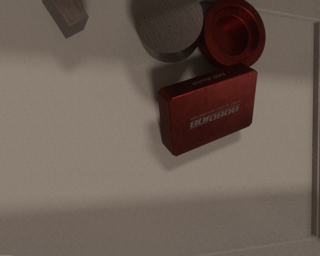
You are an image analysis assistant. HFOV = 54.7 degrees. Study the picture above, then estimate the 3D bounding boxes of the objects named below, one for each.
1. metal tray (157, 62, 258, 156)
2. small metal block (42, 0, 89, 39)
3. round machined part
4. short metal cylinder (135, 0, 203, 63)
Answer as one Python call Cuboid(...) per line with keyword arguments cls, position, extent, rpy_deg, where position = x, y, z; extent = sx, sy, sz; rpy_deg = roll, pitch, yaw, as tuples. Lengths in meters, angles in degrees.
Cuboid(cls="metal tray", position=(0.065, -0.025, 0.410), extent=(0.131, 0.030, 0.089), rpy_deg=(-20, 129, -19))
Cuboid(cls="small metal block", position=(-0.110, -0.137, 0.357), extent=(0.025, 0.050, 0.050), rpy_deg=(-35, 102, -17))
Cuboid(cls="round machined part", position=(0.096, -0.128, 0.438), extent=(0.099, 0.042, 0.097), rpy_deg=(0, 90, -21))
Cuboid(cls="short metal cylinder", position=(0.012, -0.127, 0.387), extent=(0.080, 0.050, 0.079), rpy_deg=(0, 89, 4))
